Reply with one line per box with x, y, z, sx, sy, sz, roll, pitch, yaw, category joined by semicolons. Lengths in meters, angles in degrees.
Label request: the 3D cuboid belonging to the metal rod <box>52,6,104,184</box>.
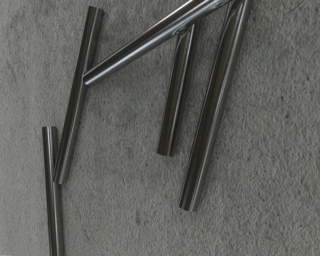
-0.139;-0.047;0.516;0.025;0.025;0.298;25;105;37;metal rod

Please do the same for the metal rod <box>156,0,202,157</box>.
0.034;-0.112;0.375;0.025;0.025;0.298;17;101;38;metal rod

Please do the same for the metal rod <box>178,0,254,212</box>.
0.066;-0.048;0.348;0.025;0.025;0.298;21;103;37;metal rod

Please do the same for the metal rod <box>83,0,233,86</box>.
-0.013;-0.111;0.388;0.299;0.025;0.025;-18;79;46;metal rod

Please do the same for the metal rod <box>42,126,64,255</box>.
-0.191;0.146;0.559;0.025;0.025;0.298;-8;85;39;metal rod
